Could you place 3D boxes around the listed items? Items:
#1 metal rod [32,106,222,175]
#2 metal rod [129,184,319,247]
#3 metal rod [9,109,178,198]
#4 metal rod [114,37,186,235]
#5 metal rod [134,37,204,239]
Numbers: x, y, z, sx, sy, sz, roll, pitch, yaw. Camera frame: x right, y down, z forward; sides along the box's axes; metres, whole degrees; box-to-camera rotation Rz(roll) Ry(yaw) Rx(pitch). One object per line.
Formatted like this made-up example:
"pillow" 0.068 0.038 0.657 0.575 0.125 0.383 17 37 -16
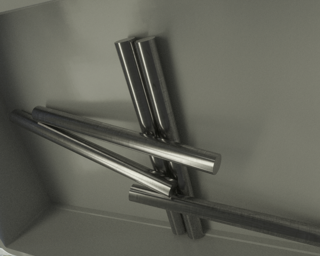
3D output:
"metal rod" -0.064 0.009 0.419 0.300 0.025 0.025 14 125 28
"metal rod" 0.103 0.116 0.401 0.301 0.025 0.025 10 123 16
"metal rod" -0.113 0.030 0.467 0.301 0.025 0.025 21 127 21
"metal rod" -0.005 0.028 0.423 0.025 0.025 0.298 -1 118 28
"metal rod" 0.019 0.031 0.413 0.025 0.025 0.298 -1 118 28
